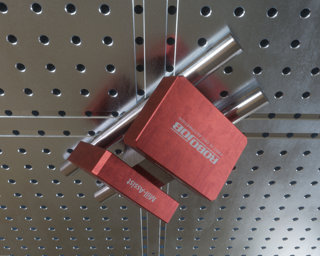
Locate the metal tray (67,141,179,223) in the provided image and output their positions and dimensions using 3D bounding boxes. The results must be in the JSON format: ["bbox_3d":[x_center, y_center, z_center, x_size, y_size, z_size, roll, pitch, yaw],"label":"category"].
[{"bbox_3d":[-0.047,0.069,0.399,0.130,0.030,0.090,42,162,-30],"label":"metal tray"}]

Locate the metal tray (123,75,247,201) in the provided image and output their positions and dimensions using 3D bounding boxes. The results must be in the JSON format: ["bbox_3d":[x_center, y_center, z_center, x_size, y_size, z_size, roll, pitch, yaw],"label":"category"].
[{"bbox_3d":[0.035,0.014,0.352,0.130,0.030,0.090,39,76,-29],"label":"metal tray"}]

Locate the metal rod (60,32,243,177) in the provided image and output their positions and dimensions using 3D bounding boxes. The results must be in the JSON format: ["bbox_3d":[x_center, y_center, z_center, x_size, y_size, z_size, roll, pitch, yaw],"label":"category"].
[{"bbox_3d":[-0.028,-0.016,0.398,0.299,0.025,0.025,-35,122,25],"label":"metal rod"}]

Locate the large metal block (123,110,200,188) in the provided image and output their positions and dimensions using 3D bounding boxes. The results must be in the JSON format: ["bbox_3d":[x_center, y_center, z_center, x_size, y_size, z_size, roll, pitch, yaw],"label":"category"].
[{"bbox_3d":[0.000,0.023,0.394,0.080,0.080,0.050,-34,122,25],"label":"large metal block"}]

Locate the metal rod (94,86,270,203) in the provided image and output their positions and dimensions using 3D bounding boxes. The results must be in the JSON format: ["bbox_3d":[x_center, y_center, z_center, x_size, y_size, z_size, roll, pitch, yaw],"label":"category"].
[{"bbox_3d":[0.015,0.035,0.442,0.299,0.025,0.025,-34,123,25],"label":"metal rod"}]
